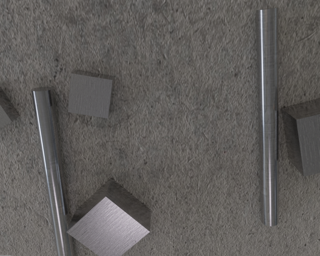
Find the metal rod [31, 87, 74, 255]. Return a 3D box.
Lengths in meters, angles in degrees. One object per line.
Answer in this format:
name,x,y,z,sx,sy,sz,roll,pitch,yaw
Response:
metal rod,-0.147,0.091,0.441,0.025,0.025,0.298,-1,110,0

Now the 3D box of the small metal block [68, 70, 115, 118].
small metal block,-0.086,-0.043,0.393,0.050,0.025,0.050,9,110,-4

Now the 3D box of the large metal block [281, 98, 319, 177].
large metal block,0.212,0.008,0.401,0.080,0.050,0.080,-15,110,5

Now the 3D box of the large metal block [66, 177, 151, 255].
large metal block,-0.071,0.133,0.445,0.080,0.050,0.080,-43,105,14

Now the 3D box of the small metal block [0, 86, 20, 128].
small metal block,-0.221,-0.023,0.399,0.050,0.025,0.050,-25,109,8

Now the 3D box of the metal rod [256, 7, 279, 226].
metal rod,0.144,0.000,0.411,0.025,0.025,0.298,-7,110,2
